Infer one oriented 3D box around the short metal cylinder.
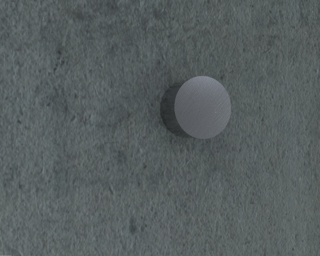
[{"bbox_3d":[0.047,-0.026,0.414,0.081,0.050,0.079,0,90,-21],"label":"short metal cylinder"}]
